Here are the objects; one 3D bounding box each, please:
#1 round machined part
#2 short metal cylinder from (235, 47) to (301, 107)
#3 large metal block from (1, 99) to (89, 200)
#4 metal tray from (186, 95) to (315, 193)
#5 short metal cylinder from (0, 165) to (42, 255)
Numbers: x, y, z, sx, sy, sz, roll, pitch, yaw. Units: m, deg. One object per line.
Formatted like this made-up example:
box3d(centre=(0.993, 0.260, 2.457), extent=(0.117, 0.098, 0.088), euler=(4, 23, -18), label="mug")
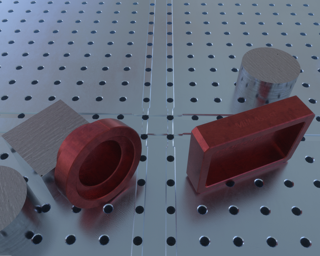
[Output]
box3d(centre=(-0.069, 0.033, 0.332), extent=(0.042, 0.097, 0.099), euler=(31, 56, 33), label="round machined part")
box3d(centre=(0.156, -0.074, 0.454), extent=(0.080, 0.050, 0.080), euler=(0, 50, 0), label="short metal cylinder")
box3d(centre=(-0.123, 0.023, 0.371), extent=(0.080, 0.050, 0.080), euler=(36, 58, 26), label="large metal block")
box3d(centre=(0.097, 0.020, 0.348), extent=(0.131, 0.090, 0.030), euler=(-17, 52, -14), label="metal tray")
box3d(centre=(-0.170, 0.086, 0.318), extent=(0.080, 0.050, 0.080), euler=(0, 50, 0), label="short metal cylinder")
